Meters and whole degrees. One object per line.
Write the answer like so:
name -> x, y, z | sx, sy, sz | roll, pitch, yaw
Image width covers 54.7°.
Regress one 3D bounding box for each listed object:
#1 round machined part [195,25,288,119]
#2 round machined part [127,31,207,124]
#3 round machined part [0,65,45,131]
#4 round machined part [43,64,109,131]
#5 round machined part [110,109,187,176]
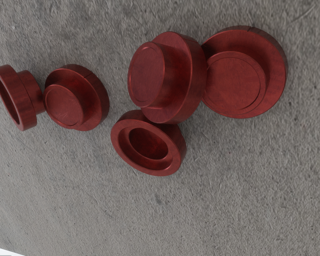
round machined part -> 0.079, -0.052, 0.322 | 0.098, 0.042, 0.097 | 13, 124, 21
round machined part -> 0.000, -0.054, 0.329 | 0.098, 0.042, 0.097 | -6, 82, 53
round machined part -> -0.205, -0.048, 0.459 | 0.098, 0.042, 0.097 | 36, 141, 37
round machined part -> -0.125, -0.037, 0.439 | 0.098, 0.042, 0.097 | 13, 124, 21
round machined part -> -0.011, 0.014, 0.403 | 0.098, 0.042, 0.097 | 17, 136, 17
